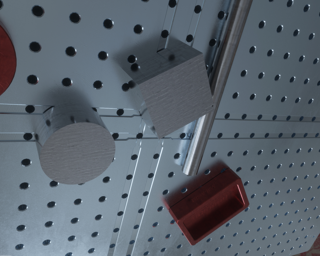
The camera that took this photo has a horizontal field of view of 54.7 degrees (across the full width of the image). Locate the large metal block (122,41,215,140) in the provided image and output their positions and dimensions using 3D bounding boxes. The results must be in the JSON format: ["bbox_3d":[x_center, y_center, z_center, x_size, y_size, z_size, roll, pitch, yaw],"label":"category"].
[{"bbox_3d":[0.012,-0.046,0.375,0.080,0.050,0.080,-28,128,-11],"label":"large metal block"}]

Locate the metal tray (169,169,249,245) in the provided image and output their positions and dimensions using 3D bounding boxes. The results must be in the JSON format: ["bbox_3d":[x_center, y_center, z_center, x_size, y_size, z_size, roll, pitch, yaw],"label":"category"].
[{"bbox_3d":[0.090,0.140,0.545,0.131,0.030,0.090,-33,129,-7],"label":"metal tray"}]

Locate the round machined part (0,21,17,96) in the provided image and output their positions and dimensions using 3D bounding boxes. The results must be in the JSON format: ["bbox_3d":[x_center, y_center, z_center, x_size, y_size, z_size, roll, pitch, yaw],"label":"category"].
[{"bbox_3d":[-0.178,-0.060,0.266,0.099,0.042,0.097,-14,124,-21],"label":"round machined part"}]

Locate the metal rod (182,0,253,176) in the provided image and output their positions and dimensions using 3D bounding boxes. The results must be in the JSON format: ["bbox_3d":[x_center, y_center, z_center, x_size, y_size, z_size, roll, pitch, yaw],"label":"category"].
[{"bbox_3d":[0.077,-0.064,0.415,0.025,0.025,0.298,-1,119,-28],"label":"metal rod"}]

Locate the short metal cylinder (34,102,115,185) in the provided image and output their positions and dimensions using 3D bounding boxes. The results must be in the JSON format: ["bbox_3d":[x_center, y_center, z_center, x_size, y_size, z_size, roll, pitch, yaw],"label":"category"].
[{"bbox_3d":[-0.097,0.017,0.353,0.081,0.050,0.079,-14,124,-21],"label":"short metal cylinder"}]
